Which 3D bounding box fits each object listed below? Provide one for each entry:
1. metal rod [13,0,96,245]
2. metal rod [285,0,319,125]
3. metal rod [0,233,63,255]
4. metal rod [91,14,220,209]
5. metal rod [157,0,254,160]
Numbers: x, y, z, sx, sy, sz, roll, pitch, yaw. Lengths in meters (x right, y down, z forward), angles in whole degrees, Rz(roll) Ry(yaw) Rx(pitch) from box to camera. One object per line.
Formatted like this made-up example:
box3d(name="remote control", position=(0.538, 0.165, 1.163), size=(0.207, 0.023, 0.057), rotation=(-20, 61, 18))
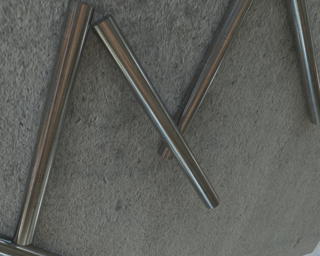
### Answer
box3d(name="metal rod", position=(-0.124, 0.011, 0.345), size=(0.025, 0.025, 0.298), rotation=(8, 115, -32))
box3d(name="metal rod", position=(0.213, -0.111, 0.454), size=(0.025, 0.025, 0.300), rotation=(-38, 129, -3))
box3d(name="metal rod", position=(-0.186, 0.159, 0.403), size=(0.025, 0.025, 0.300), rotation=(-44, 129, 2))
box3d(name="metal rod", position=(0.009, 0.002, 0.385), size=(0.025, 0.025, 0.299), rotation=(-35, 121, -5))
box3d(name="metal rod", position=(0.069, -0.091, 0.387), size=(0.025, 0.025, 0.298), rotation=(13, 112, -34))
